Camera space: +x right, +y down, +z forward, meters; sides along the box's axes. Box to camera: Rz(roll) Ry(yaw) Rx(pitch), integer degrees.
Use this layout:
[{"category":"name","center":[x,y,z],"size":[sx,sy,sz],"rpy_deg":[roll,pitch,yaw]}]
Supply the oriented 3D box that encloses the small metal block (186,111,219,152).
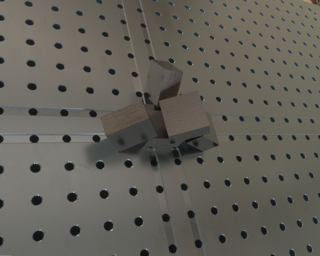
[{"category":"small metal block","center":[0.053,0.000,0.422],"size":[0.050,0.025,0.050],"rpy_deg":[27,45,-52]}]

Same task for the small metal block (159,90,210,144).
[{"category":"small metal block","center":[0.030,-0.013,0.385],"size":[0.050,0.025,0.050],"rpy_deg":[-15,65,1]}]

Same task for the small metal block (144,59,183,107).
[{"category":"small metal block","center":[0.003,-0.060,0.417],"size":[0.025,0.050,0.050],"rpy_deg":[3,25,-26]}]

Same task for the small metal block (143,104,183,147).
[{"category":"small metal block","center":[0.001,-0.003,0.410],"size":[0.050,0.025,0.050],"rpy_deg":[2,61,-27]}]

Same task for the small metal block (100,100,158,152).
[{"category":"small metal block","center":[-0.035,-0.001,0.361],"size":[0.050,0.050,0.025],"rpy_deg":[-22,64,0]}]
